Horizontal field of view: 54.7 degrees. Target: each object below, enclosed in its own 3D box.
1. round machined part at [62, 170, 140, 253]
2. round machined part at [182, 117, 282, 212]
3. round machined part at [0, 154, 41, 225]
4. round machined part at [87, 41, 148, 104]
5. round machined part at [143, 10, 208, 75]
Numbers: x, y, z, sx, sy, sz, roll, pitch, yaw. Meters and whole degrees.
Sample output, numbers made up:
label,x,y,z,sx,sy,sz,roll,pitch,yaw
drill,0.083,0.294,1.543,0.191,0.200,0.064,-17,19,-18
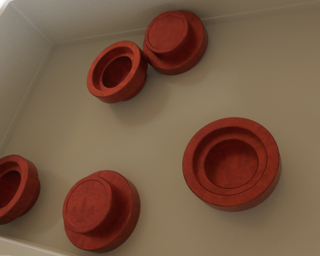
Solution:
label,x,y,z,sx,sy,sz,roll,pitch,yaw
round machined part,-0.077,0.096,0.375,0.098,0.042,0.098,-13,56,20
round machined part,0.077,0.041,0.329,0.098,0.042,0.098,-13,56,20
round machined part,-0.215,0.091,0.449,0.098,0.042,0.098,-13,56,20
round machined part,-0.059,-0.079,0.468,0.098,0.042,0.098,-15,58,26
round machined part,0.017,-0.130,0.453,0.098,0.042,0.098,-9,70,25
